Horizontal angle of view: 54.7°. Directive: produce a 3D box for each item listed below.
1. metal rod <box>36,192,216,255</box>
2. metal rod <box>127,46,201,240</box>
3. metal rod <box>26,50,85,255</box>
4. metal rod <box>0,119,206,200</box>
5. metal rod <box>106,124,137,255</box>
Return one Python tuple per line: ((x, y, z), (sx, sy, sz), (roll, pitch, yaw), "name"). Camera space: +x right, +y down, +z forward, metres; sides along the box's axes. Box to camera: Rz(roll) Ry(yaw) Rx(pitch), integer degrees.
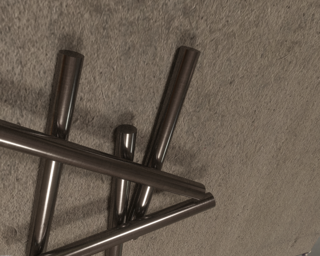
((-0.056, 0.150, 0.436), (0.302, 0.025, 0.025), (-15, 125, -21), "metal rod")
((-0.004, 0.036, 0.428), (0.025, 0.025, 0.298), (3, 117, -30), "metal rod")
((-0.131, 0.056, 0.370), (0.025, 0.025, 0.298), (4, 117, -31), "metal rod")
((-0.051, 0.048, 0.375), (0.302, 0.025, 0.025), (23, 106, -37), "metal rod")
((-0.062, 0.131, 0.455), (0.025, 0.025, 0.298), (-6, 121, -26), "metal rod")
